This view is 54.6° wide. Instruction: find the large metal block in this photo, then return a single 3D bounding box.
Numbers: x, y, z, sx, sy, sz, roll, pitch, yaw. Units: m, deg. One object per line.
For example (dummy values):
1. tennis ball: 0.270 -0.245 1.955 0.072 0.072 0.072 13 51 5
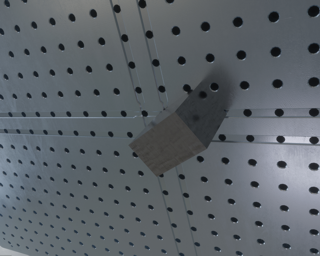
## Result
1. large metal block: 0.022 0.001 0.365 0.050 0.080 0.080 49 129 -7
